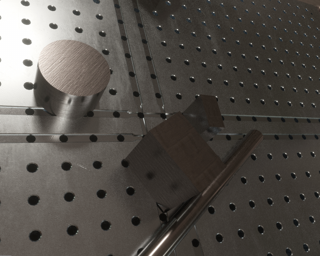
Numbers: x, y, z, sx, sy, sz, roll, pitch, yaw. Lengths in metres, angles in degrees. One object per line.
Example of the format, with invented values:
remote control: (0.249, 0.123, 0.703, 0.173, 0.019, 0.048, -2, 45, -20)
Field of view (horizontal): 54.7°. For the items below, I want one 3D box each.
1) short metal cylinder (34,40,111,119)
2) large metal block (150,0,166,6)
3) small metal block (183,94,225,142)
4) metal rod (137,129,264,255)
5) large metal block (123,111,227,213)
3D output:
short metal cylinder: (-0.106, -0.058, 0.371, 0.081, 0.050, 0.080, 14, 56, -21)
large metal block: (-0.005, -0.280, 0.562, 0.080, 0.050, 0.080, 41, 51, -1)
small metal block: (0.060, -0.011, 0.433, 0.025, 0.050, 0.050, 3, 60, -27)
metal rod: (0.056, 0.085, 0.388, 0.025, 0.025, 0.302, 48, 51, 5)
large metal block: (0.014, 0.041, 0.357, 0.050, 0.080, 0.080, -34, 81, -38)
